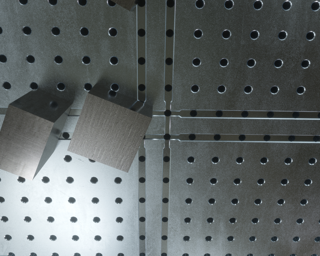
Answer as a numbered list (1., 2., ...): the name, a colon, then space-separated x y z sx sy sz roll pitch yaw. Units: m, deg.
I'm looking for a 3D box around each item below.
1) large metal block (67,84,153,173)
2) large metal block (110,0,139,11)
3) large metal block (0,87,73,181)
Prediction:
1. large metal block: -0.062 0.000 0.399 0.080 0.050 0.079 22 109 -8
2. large metal block: -0.048 -0.183 0.332 0.080 0.050 0.080 27 108 -10
3. large metal block: -0.156 0.004 0.384 0.050 0.080 0.080 24 108 -9
